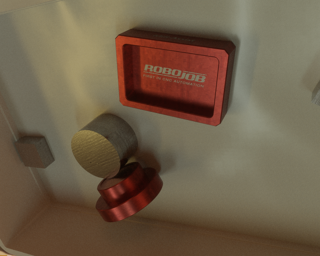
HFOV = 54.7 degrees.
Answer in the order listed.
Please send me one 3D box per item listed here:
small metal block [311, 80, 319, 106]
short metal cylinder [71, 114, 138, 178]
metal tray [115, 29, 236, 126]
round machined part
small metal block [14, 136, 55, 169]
[{"bbox_3d":[0.180,-0.039,0.290,0.050,0.025,0.050,25,127,12],"label":"small metal block"},{"bbox_3d":[-0.080,0.026,0.449,0.080,0.050,0.079,13,124,20],"label":"short metal cylinder"},{"bbox_3d":[0.015,-0.060,0.359,0.130,0.030,0.089,14,124,20],"label":"metal tray"},{"bbox_3d":[-0.049,0.084,0.438,0.098,0.098,0.042,-21,105,35],"label":"round machined part"},{"bbox_3d":[-0.222,0.042,0.549,0.050,0.025,0.050,1,119,27],"label":"small metal block"}]
